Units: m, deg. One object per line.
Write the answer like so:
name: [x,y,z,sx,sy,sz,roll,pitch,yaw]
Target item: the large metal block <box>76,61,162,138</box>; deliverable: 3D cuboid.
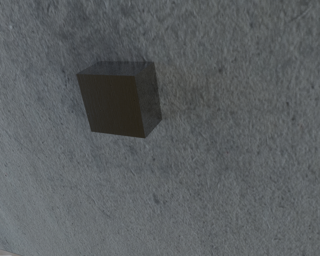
large metal block: [-0.049,-0.038,0.391,0.080,0.050,0.079,6,121,24]
